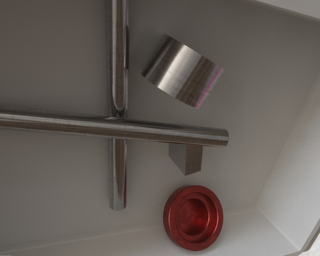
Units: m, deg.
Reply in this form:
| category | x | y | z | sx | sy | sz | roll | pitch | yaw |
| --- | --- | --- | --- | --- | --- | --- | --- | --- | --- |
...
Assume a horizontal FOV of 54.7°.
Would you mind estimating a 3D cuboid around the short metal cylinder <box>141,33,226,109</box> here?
| category | x | y | z | sx | sy | sz | roll | pitch | yaw |
| --- | --- | --- | --- | --- | --- | --- | --- | --- | --- |
| short metal cylinder | 0.026 | -0.064 | 0.349 | 0.080 | 0.080 | 0.050 | 21 | 107 | -36 |

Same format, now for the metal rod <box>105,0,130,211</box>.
| category | x | y | z | sx | sy | sz | roll | pitch | yaw |
| --- | --- | --- | --- | --- | --- | --- | --- | --- | --- |
| metal rod | -0.050 | -0.019 | 0.370 | 0.025 | 0.025 | 0.298 | -10 | 123 | -24 |

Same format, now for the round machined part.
| category | x | y | z | sx | sy | sz | roll | pitch | yaw |
| --- | --- | --- | --- | --- | --- | --- | --- | --- | --- |
| round machined part | 0.049 | 0.141 | 0.493 | 0.099 | 0.042 | 0.097 | 5 | 79 | -25 |

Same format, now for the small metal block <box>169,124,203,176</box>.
| category | x | y | z | sx | sy | sz | roll | pitch | yaw |
| --- | --- | --- | --- | --- | --- | --- | --- | --- | --- |
| small metal block | 0.035 | 0.029 | 0.432 | 0.025 | 0.050 | 0.050 | -14 | 124 | -21 |

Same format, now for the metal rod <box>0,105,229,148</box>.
| category | x | y | z | sx | sy | sz | roll | pitch | yaw |
| --- | --- | --- | --- | --- | --- | --- | --- | --- | --- |
| metal rod | -0.058 | -0.001 | 0.347 | 0.302 | 0.025 | 0.025 | 6 | 116 | -21 |
